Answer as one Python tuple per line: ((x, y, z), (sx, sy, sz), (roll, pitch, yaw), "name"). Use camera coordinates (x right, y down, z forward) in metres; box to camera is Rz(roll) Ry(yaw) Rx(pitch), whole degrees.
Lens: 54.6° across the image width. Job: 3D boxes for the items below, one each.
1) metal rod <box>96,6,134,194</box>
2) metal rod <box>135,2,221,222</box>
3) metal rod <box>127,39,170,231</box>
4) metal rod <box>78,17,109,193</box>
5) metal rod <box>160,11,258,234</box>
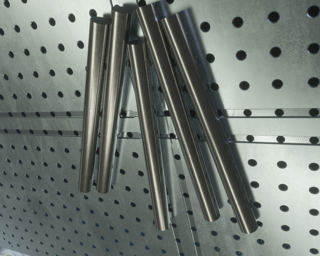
((-0.069, -0.016, 0.439), (0.025, 0.025, 0.298), (23, 127, 14), "metal rod")
((0.030, -0.003, 0.394), (0.025, 0.025, 0.299), (-5, 116, 31), "metal rod")
((-0.011, 0.029, 0.435), (0.025, 0.025, 0.298), (8, 122, 24), "metal rod")
((-0.101, -0.012, 0.457), (0.025, 0.025, 0.298), (24, 127, 13), "metal rod")
((0.068, 0.009, 0.381), (0.025, 0.025, 0.299), (-10, 113, 33), "metal rod")
